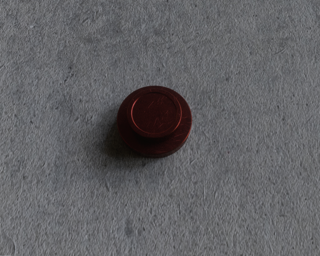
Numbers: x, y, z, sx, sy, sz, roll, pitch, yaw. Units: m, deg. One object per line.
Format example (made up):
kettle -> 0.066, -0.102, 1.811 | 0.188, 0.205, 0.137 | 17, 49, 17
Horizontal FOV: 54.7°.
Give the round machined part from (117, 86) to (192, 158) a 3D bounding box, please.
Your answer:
round machined part -> -0.007, -0.012, 0.404 | 0.099, 0.042, 0.098 | 0, 70, -1
